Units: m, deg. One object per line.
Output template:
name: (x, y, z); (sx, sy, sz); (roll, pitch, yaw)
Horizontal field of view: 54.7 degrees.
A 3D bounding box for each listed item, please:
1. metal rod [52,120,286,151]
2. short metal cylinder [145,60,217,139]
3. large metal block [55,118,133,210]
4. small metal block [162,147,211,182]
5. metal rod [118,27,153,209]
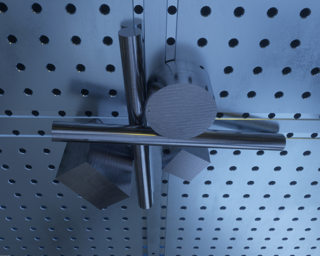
metal rod: (0.021, 0.012, 0.397); (0.302, 0.025, 0.025); (3, 131, -13)
short metal cylinder: (0.024, -0.033, 0.368); (0.081, 0.050, 0.079); (0, 130, 0)
large metal block: (-0.082, 0.048, 0.414); (0.050, 0.080, 0.080); (-28, 125, 21)
small metal block: (0.037, 0.047, 0.454); (0.050, 0.025, 0.050); (26, 125, -21)
metal rod: (-0.028, 0.012, 0.422); (0.025, 0.025, 0.298); (-1, 130, 1)
